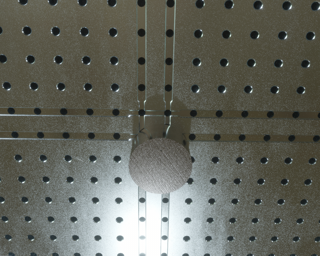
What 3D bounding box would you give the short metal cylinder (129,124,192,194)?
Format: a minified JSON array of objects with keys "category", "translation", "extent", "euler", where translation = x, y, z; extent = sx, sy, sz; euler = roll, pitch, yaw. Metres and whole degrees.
[{"category":"short metal cylinder","translation":[0.001,0.041,0.415],"extent":[0.081,0.050,0.079],"euler":[0,110,-1]}]
